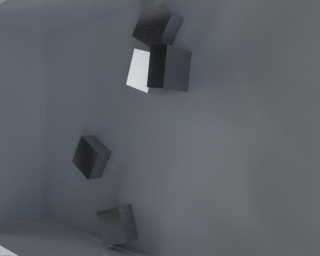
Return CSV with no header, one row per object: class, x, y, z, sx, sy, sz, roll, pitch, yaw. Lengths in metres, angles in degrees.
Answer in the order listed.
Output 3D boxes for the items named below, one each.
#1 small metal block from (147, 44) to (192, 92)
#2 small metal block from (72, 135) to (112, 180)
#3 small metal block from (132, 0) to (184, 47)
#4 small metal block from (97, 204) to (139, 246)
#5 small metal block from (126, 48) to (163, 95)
small metal block,0.012,-0.072,0.379,0.025,0.050,0.050,9,96,39
small metal block,-0.110,0.046,0.495,0.050,0.025,0.050,38,113,33
small metal block,-0.004,-0.133,0.408,0.050,0.025,0.050,39,113,33
small metal block,-0.063,0.143,0.457,0.050,0.025,0.050,-23,76,37
small metal block,-0.016,-0.075,0.413,0.050,0.025,0.050,27,107,46
